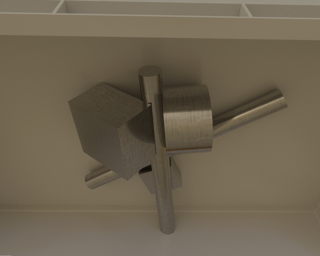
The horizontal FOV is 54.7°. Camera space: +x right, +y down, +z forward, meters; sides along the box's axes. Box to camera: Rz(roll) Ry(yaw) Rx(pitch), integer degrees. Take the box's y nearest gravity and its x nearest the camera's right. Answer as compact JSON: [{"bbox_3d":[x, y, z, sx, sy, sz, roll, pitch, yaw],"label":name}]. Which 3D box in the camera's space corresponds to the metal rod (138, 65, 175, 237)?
[{"bbox_3d":[0.001,0.055,0.420,0.025,0.025,0.298,-4,129,3],"label":"metal rod"}]

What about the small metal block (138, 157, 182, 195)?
[{"bbox_3d":[0.001,0.070,0.467,0.050,0.025,0.050,-17,129,13],"label":"small metal block"}]

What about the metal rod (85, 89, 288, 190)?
[{"bbox_3d":[0.022,0.023,0.426,0.300,0.025,0.025,-25,126,19],"label":"metal rod"}]

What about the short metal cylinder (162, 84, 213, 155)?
[{"bbox_3d":[0.030,-0.010,0.362,0.050,0.080,0.079,-4,130,1],"label":"short metal cylinder"}]

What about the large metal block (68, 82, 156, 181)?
[{"bbox_3d":[-0.054,0.003,0.367,0.080,0.050,0.079,27,139,31],"label":"large metal block"}]
